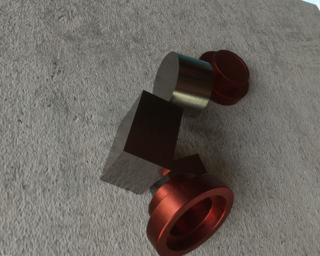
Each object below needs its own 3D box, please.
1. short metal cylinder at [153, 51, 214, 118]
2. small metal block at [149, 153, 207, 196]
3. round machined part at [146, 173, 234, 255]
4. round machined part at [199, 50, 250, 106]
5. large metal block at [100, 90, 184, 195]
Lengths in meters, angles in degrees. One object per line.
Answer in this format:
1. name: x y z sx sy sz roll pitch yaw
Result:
1. short metal cylinder: 0.029 -0.058 0.421 0.050 0.080 0.080 12 57 -22
2. small metal block: 0.018 0.057 0.364 0.050 0.050 0.025 -11 67 -33
3. round machined part: 0.027 0.087 0.329 0.099 0.097 0.042 -11 38 -33
4. round machined part: 0.106 -0.089 0.507 0.099 0.042 0.098 14 56 -21
5. large metal block: -0.021 0.018 0.347 0.050 0.080 0.080 25 53 -14
